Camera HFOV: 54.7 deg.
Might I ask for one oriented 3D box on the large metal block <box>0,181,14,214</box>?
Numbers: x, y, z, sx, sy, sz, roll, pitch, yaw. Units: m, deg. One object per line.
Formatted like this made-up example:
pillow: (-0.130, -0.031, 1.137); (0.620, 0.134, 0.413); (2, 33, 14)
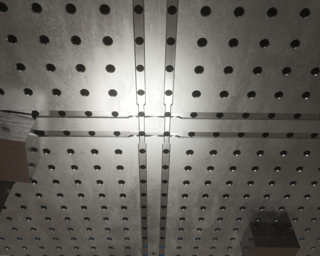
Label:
large metal block: (-0.273, 0.117, 0.471); (0.050, 0.080, 0.080); (32, 123, -24)

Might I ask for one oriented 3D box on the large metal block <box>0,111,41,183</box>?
large metal block: (-0.210, 0.025, 0.413); (0.081, 0.050, 0.079); (8, 130, -7)

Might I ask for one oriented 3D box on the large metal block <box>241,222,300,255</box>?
large metal block: (0.206, 0.225, 0.590); (0.081, 0.050, 0.079); (2, 130, -2)
